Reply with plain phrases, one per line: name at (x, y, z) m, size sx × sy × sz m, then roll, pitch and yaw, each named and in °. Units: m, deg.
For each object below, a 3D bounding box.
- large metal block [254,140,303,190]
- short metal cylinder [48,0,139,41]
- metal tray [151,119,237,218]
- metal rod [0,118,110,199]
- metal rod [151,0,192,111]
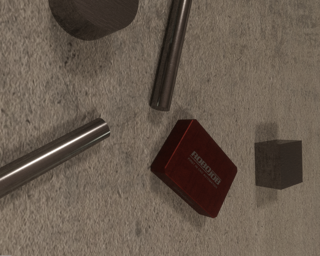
large metal block at (0.223, 0.065, 0.579) m, size 0.081 × 0.050 × 0.079 m, roll -4°, pitch 93°, yaw -40°
short metal cylinder at (-0.070, -0.139, 0.331) m, size 0.081 × 0.050 × 0.079 m, roll 0°, pitch 90°, yaw -40°
metal tray at (0.055, 0.060, 0.450) m, size 0.130 × 0.030 × 0.090 m, roll 46°, pitch 62°, yaw -30°
metal rod at (-0.169, 0.064, 0.264) m, size 0.302 × 0.025 × 0.025 m, roll -32°, pitch 110°, yaw -36°
metal rod at (0.031, -0.169, 0.431) m, size 0.025 × 0.025 × 0.299 m, roll 20°, pitch 78°, yaw -39°
